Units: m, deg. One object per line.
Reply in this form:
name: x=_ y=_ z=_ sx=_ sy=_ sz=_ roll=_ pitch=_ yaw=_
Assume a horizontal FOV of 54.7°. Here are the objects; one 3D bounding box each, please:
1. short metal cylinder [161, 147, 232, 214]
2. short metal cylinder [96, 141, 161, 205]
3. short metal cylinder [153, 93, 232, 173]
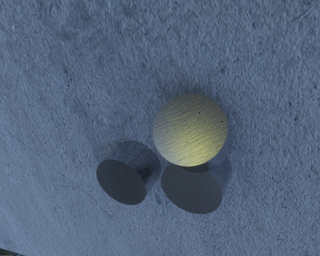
short metal cylinder: x=0.049 y=0.065 z=0.405 sx=0.080 sy=0.050 sz=0.079 roll=13 pitch=124 yaw=21
short metal cylinder: x=-0.045 y=0.066 z=0.455 sx=0.080 sy=0.050 sz=0.079 roll=13 pitch=124 yaw=21
short metal cylinder: x=0.038 y=0.007 z=0.348 sx=0.080 sy=0.050 sz=0.080 roll=-5 pitch=73 yaw=17
